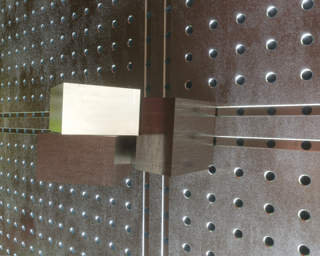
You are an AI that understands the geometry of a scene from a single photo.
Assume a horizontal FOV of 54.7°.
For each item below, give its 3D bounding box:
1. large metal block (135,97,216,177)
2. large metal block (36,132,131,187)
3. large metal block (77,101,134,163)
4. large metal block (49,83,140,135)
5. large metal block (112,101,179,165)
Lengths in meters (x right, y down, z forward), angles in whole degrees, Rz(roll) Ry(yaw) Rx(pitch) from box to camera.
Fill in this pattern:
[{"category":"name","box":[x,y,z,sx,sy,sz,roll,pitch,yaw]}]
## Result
[{"category":"large metal block","box":[0.020,0.008,0.355,0.050,0.081,0.079,5,93,39]},{"category":"large metal block","box":[-0.081,0.030,0.351,0.080,0.080,0.050,3,92,6]},{"category":"large metal block","box":[-0.082,0.004,0.439,0.050,0.081,0.079,3,92,40]},{"category":"large metal block","box":[-0.077,-0.020,0.351,0.080,0.081,0.050,6,93,62]},{"category":"large metal block","box":[-0.022,0.004,0.406,0.080,0.050,0.079,4,92,39]}]
